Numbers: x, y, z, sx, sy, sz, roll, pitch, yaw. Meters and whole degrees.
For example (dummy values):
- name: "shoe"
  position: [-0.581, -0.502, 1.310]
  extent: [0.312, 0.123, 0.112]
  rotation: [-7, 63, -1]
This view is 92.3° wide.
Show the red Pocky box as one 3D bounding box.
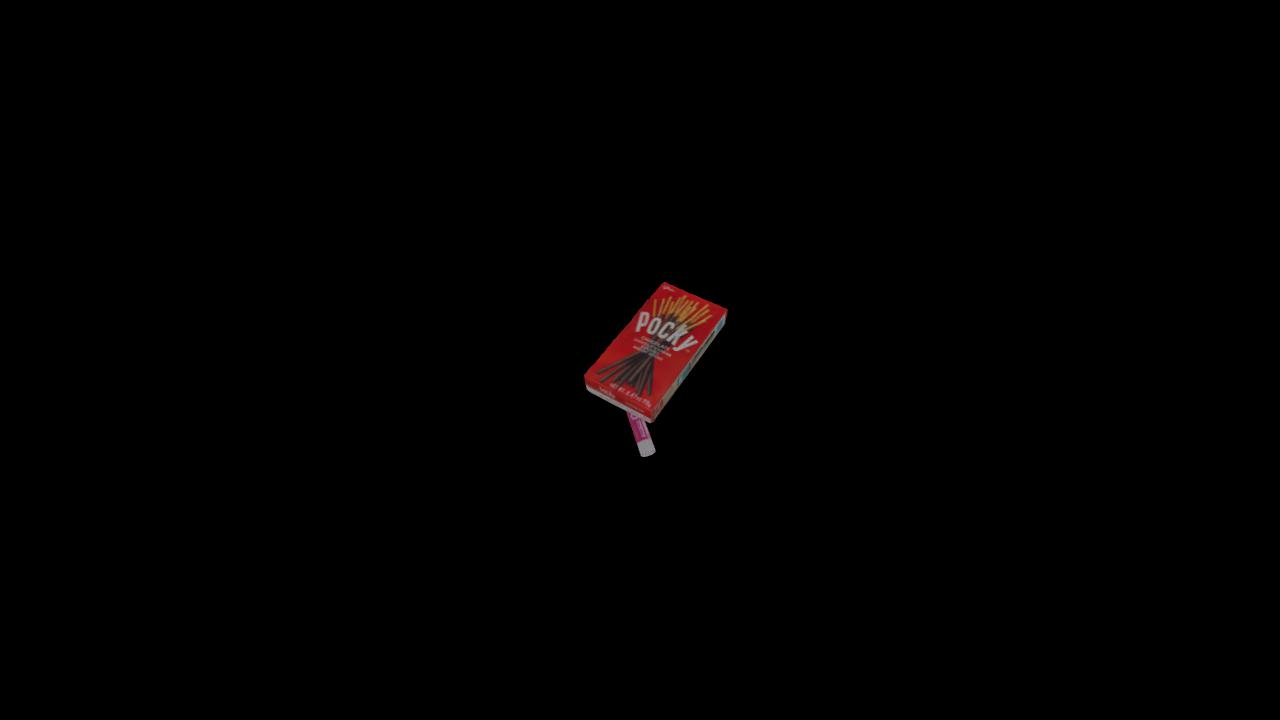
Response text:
- name: "red Pocky box"
  position: [0.019, -0.013, 0.636]
  extent: [0.083, 0.155, 0.028]
  rotation: [25, -32, 22]

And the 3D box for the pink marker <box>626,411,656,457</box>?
- name: "pink marker"
  position: [-0.009, 0.059, 0.749]
  extent: [0.020, 0.121, 0.020]
  rotation: [-16, -26, -8]
